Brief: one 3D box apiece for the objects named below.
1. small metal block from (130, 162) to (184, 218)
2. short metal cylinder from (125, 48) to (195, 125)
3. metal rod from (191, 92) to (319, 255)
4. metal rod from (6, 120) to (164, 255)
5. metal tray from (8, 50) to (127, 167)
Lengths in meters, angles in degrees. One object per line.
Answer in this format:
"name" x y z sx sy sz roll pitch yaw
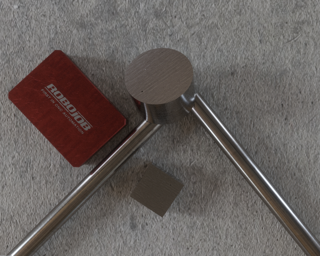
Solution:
"small metal block" -0.004 0.081 0.410 0.050 0.025 0.050 34 90 0
"short metal cylinder" 0.002 -0.051 0.381 0.080 0.050 0.080 -4 63 8
"metal rod" 0.136 0.076 0.410 0.025 0.025 0.300 -39 90 0
"metal rod" -0.096 0.079 0.409 0.300 0.025 0.025 -45 90 0
"metal tray" -0.118 -0.025 0.406 0.090 0.030 0.130 -43 90 0
